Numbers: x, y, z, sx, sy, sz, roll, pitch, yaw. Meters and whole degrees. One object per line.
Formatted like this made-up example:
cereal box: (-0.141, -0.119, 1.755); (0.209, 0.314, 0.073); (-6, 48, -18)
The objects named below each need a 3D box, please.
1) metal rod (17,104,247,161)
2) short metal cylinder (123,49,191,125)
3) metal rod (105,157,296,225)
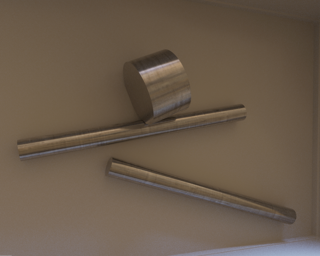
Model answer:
metal rod: (-0.020, 0.001, 0.404); (0.303, 0.025, 0.025); (-10, 94, -20)
short metal cylinder: (-0.005, -0.050, 0.380); (0.050, 0.080, 0.080); (-23, 98, -19)
metal rod: (0.071, 0.094, 0.438); (0.302, 0.025, 0.025); (19, 84, -20)
